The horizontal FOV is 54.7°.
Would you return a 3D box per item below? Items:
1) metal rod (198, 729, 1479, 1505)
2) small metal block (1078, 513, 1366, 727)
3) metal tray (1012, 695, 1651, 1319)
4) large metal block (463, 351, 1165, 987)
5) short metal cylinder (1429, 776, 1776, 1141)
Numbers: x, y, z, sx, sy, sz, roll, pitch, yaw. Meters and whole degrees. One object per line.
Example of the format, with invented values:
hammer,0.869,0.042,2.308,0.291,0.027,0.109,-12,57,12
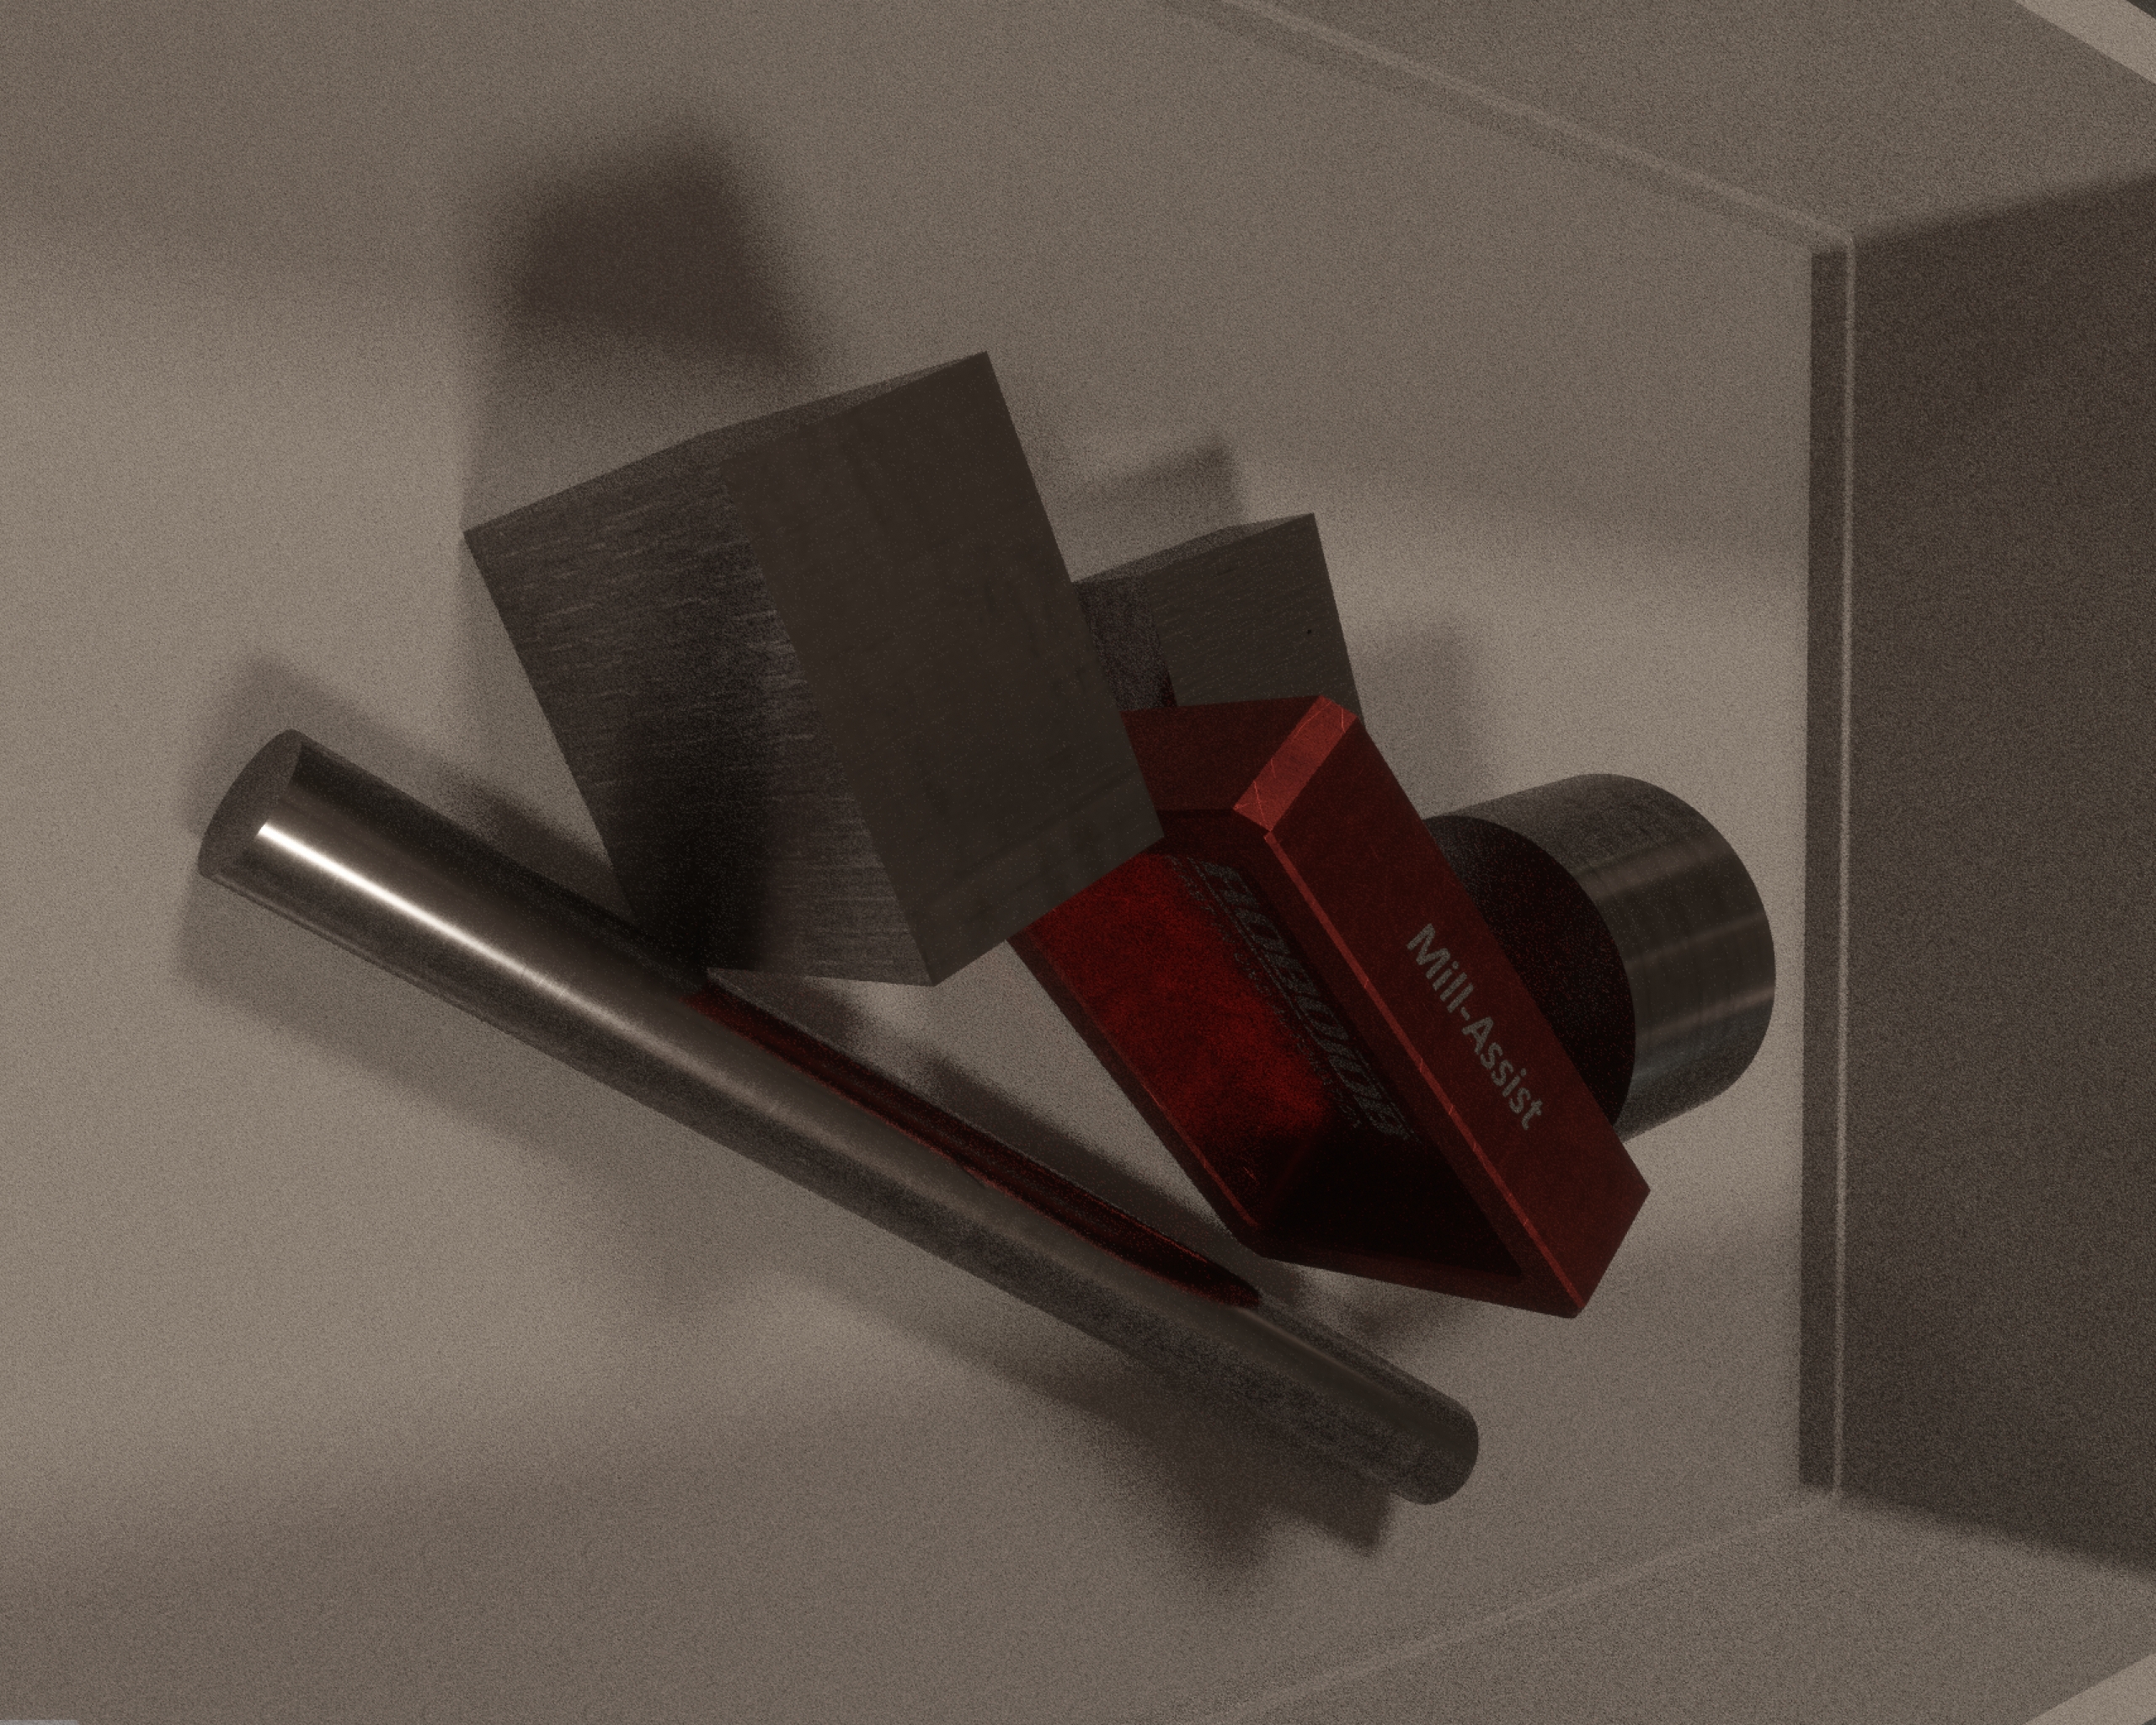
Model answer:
metal rod,-0.020,0.063,0.390,0.301,0.025,0.025,35,68,-35
small metal block,0.029,-0.040,0.430,0.050,0.025,0.050,-26,106,-37
metal tray,0.040,0.029,0.397,0.030,0.090,0.130,-52,121,-28
large metal block,-0.043,-0.029,0.334,0.050,0.080,0.080,-33,111,-35
short metal cylinder,0.104,0.024,0.458,0.050,0.080,0.079,-15,100,-38
